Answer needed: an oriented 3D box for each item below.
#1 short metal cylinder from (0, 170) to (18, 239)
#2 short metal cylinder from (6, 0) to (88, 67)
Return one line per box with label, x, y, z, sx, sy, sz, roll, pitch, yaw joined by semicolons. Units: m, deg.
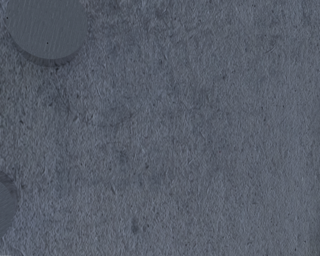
short metal cylinder;-0.195;0.082;0.324;0.081;0.050;0.080;0;90;-20
short metal cylinder;-0.126;-0.113;0.349;0.081;0.050;0.080;0;90;-20
